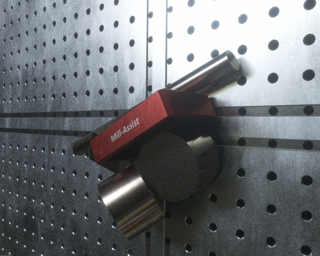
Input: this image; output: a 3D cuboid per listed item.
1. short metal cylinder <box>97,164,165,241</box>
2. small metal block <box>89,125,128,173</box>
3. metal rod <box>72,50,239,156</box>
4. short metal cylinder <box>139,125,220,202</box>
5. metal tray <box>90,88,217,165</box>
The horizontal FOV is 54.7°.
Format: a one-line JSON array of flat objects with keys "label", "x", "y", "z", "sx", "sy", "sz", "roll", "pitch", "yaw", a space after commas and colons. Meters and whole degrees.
[{"label": "short metal cylinder", "x": -0.036, "y": 0.092, "z": 0.389, "sx": 0.050, "sy": 0.080, "sz": 0.080, "roll": -31, "pitch": 64, "yaw": -9}, {"label": "small metal block", "x": -0.072, "y": 0.031, "z": 0.447, "sx": 0.050, "sy": 0.025, "sz": 0.050, "roll": 26, "pitch": 123, "yaw": 17}, {"label": "metal rod", "x": -0.028, "y": -0.020, "z": 0.427, "sx": 0.299, "sy": 0.025, "sz": 0.025, "roll": -27, "pitch": 73, "yaw": 36}, {"label": "short metal cylinder", "x": 0.022, "y": 0.040, "z": 0.363, "sx": 0.080, "sy": 0.050, "sz": 0.079, "roll": 7, "pitch": 103, "yaw": 35}, {"label": "metal tray", "x": -0.010, "y": 0.002, "z": 0.370, "sx": 0.130, "sy": 0.091, "sz": 0.030, "roll": -33, "pitch": 70, "yaw": 35}]
